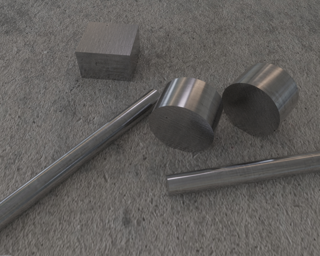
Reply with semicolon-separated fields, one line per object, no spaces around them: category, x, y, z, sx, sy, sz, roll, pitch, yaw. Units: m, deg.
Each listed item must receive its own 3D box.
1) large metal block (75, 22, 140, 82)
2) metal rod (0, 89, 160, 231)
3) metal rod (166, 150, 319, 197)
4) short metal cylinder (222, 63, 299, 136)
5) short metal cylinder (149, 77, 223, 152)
large metal block;-0.078;-0.121;0.488;0.080;0.050;0.080;5;50;4
metal rod;-0.106;0.041;0.368;0.025;0.025;0.302;35;58;25
metal rod;0.157;0.044;0.367;0.302;0.025;0.025;-8;51;-7
short metal cylinder;0.128;-0.036;0.399;0.080;0.080;0.050;34;58;25
short metal cylinder;0.033;-0.015;0.381;0.080;0.080;0.050;15;52;12
